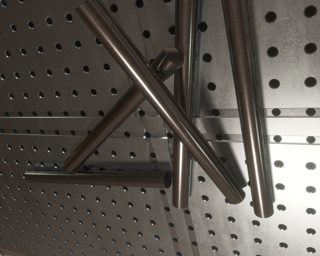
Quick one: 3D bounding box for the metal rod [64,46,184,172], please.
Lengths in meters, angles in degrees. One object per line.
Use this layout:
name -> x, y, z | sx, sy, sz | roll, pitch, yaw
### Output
metal rod -> -0.068, -0.006, 0.425 | 0.025, 0.025, 0.299 | 46, 134, -4

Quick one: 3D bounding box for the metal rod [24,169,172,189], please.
metal rod -> -0.119, 0.084, 0.523 | 0.300, 0.025, 0.025 | -4, 117, 29

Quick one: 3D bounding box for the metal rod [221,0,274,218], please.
metal rod -> 0.100, -0.021, 0.344 | 0.025, 0.025, 0.298 | -1, 118, 28

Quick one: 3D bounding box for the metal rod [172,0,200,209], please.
metal rod -> 0.029, -0.016, 0.384 | 0.025, 0.025, 0.298 | 13, 124, 21

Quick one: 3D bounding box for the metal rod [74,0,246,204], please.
metal rod -> 0.018, -0.011, 0.347 | 0.025, 0.025, 0.300 | -19, 123, 35
